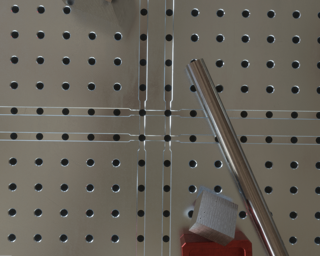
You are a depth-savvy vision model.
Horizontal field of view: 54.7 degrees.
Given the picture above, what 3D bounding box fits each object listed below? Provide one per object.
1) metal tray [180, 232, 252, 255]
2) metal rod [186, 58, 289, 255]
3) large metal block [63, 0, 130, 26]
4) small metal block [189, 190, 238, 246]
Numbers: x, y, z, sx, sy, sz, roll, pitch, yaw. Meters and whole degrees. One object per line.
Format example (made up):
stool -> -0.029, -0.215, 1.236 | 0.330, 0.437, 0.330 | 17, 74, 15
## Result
metal tray -> 0.076, 0.210, 0.412 | 0.091, 0.030, 0.129 | -2, 90, -1
metal rod -> 0.106, 0.049, 0.414 | 0.025, 0.025, 0.299 | -24, 90, 0
large metal block -> -0.083, -0.178, 0.385 | 0.080, 0.080, 0.050 | 21, 90, -1
small metal block -> 0.070, 0.116, 0.400 | 0.050, 0.050, 0.025 | 24, 133, 0
